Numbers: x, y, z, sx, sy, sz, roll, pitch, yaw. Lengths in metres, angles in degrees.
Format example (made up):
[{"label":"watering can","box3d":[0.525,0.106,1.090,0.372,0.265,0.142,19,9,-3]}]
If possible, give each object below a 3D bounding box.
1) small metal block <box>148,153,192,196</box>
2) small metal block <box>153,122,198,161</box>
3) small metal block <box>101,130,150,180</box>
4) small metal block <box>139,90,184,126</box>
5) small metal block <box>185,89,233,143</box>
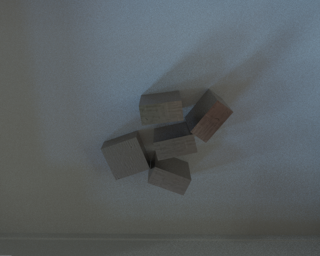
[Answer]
[{"label":"small metal block","box3d":[0.012,0.060,0.420,0.050,0.050,0.025,21,109,-8]},{"label":"small metal block","box3d":[0.019,0.015,0.404,0.050,0.050,0.025,-12,110,5]},{"label":"small metal block","box3d":[-0.046,0.037,0.425,0.050,0.025,0.050,-19,109,7]},{"label":"small metal block","box3d":[0.002,-0.026,0.388,0.050,0.050,0.025,-7,110,2]},{"label":"small metal block","box3d":[0.060,-0.016,0.391,0.025,0.050,0.050,35,106,-16]}]
